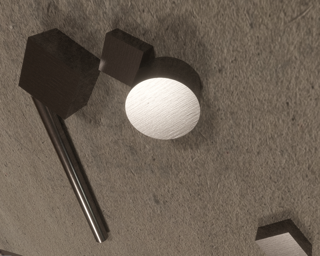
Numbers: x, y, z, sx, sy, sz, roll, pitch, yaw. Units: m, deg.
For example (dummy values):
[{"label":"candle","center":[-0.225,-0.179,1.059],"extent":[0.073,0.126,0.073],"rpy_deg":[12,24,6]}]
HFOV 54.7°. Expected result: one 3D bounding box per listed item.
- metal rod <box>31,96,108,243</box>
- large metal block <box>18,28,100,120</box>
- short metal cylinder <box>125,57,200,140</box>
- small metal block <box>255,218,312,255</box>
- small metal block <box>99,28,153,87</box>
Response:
[{"label":"metal rod","center":[-0.147,0.079,0.530],"extent":[0.025,0.025,0.298],"rpy_deg":[-1,118,28]},{"label":"large metal block","center":[-0.133,-0.072,0.414],"extent":[0.080,0.050,0.079],"rpy_deg":[36,129,3]},{"label":"short metal cylinder","center":[0.005,-0.033,0.351],"extent":[0.080,0.050,0.079],"rpy_deg":[4,128,5]},{"label":"small metal block","center":[0.165,0.154,0.415],"extent":[0.050,0.025,0.050],"rpy_deg":[-34,100,38]},{"label":"small metal block","center":[-0.042,-0.085,0.375],"extent":[0.050,0.025,0.050],"rpy_deg":[29,128,9]}]
